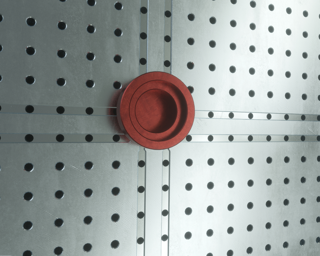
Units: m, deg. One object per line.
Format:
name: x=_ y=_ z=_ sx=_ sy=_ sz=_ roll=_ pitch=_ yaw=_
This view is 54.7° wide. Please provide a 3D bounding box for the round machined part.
round machined part: x=-0.008 y=-0.022 z=0.402 sx=0.099 sy=0.042 sz=0.097 roll=0 pitch=90 yaw=-21
